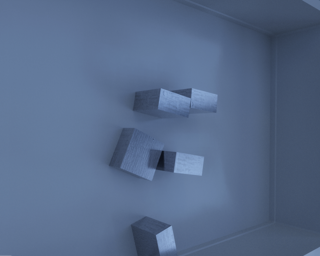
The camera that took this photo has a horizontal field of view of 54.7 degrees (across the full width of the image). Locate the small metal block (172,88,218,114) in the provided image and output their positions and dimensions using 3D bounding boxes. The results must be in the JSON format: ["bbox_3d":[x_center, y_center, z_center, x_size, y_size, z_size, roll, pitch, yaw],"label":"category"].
[{"bbox_3d":[0.043,-0.036,0.426,0.050,0.050,0.025,8,85,-40],"label":"small metal block"}]

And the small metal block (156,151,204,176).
[{"bbox_3d":[0.021,0.045,0.408,0.050,0.050,0.025,13,82,-39],"label":"small metal block"}]

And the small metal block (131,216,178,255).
[{"bbox_3d":[-0.007,0.143,0.385,0.025,0.050,0.050,-18,102,-39],"label":"small metal block"}]

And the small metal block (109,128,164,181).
[{"bbox_3d":[-0.028,0.033,0.383,0.050,0.025,0.050,30,71,-36],"label":"small metal block"}]

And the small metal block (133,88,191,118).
[{"bbox_3d":[0.002,-0.030,0.392,0.050,0.050,0.025,13,82,-39],"label":"small metal block"}]
